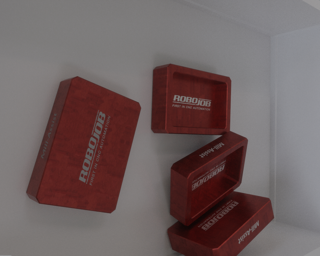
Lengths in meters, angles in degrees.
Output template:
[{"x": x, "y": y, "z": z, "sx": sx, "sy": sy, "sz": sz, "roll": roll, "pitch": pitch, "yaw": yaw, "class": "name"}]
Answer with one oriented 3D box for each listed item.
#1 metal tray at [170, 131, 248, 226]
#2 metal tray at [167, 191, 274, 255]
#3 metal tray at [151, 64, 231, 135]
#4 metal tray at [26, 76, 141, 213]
[{"x": 0.071, "y": 0.069, "z": 0.441, "sx": 0.131, "sy": 0.030, "sz": 0.089, "roll": -25, "pitch": 127, "yaw": -37, "class": "metal tray"}, {"x": 0.087, "y": 0.135, "z": 0.437, "sx": 0.131, "sy": 0.090, "sz": 0.030, "roll": -24, "pitch": 106, "yaw": -37, "class": "metal tray"}, {"x": 0.049, "y": -0.036, "z": 0.443, "sx": 0.131, "sy": 0.030, "sz": 0.089, "roll": 3, "pitch": 88, "yaw": -40, "class": "metal tray"}, {"x": -0.078, "y": 0.020, "z": 0.338, "sx": 0.091, "sy": 0.030, "sz": 0.129, "roll": 22, "pitch": 76, "yaw": -38, "class": "metal tray"}]
